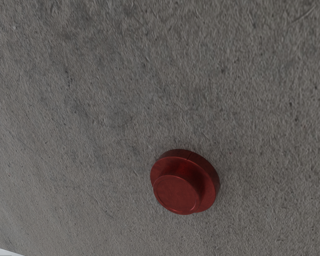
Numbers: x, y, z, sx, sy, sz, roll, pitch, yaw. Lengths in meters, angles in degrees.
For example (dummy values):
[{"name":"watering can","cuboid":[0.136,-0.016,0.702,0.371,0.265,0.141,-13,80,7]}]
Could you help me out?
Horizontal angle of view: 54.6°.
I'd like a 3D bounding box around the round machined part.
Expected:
[{"name":"round machined part","cuboid":[0.030,0.081,0.431,0.098,0.042,0.097,13,124,21]}]
